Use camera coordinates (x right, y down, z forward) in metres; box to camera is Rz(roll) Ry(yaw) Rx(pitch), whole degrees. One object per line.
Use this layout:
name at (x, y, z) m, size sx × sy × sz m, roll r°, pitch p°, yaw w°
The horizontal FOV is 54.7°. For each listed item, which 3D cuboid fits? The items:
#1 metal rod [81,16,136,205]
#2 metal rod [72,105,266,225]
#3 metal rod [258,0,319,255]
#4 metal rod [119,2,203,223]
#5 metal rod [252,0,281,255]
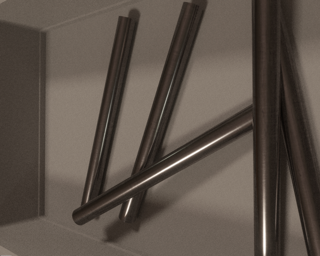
metal rod at (-0.081, -0.014, 0.470) m, size 0.025 × 0.025 × 0.298 m, roll 22°, pitch 104°, yaw 37°
metal rod at (-0.005, 0.056, 0.384) m, size 0.299 × 0.025 × 0.025 m, roll -33°, pitch 69°, yaw 26°
metal rod at (0.126, -0.025, 0.301) m, size 0.025 × 0.025 × 0.298 m, roll -15°, pitch 81°, yaw 39°
metal rod at (-0.003, -0.009, 0.407) m, size 0.025 × 0.025 × 0.298 m, roll 28°, pitch 107°, yaw 36°
metal rod at (0.103, 0.017, 0.298) m, size 0.025 × 0.025 × 0.298 m, roll 3°, pitch 99°, yaw 39°
